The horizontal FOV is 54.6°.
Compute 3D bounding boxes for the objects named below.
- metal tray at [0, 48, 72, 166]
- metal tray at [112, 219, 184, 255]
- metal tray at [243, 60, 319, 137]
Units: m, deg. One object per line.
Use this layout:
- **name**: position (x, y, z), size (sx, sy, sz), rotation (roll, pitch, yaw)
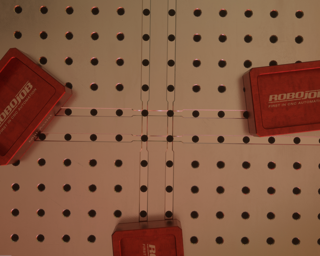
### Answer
- **metal tray**: position (-0.193, -0.027, 0.409), size (0.090, 0.030, 0.130), rotation (39, 90, 0)
- **metal tray**: position (-0.012, 0.193, 0.410), size (0.090, 0.030, 0.129), rotation (-5, 90, 0)
- **metal tray**: position (0.183, -0.040, 0.411), size (0.131, 0.030, 0.090), rotation (-7, 90, 0)
